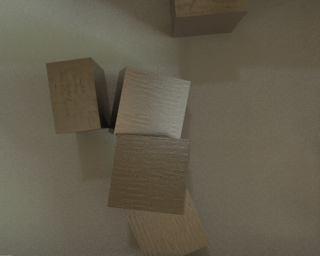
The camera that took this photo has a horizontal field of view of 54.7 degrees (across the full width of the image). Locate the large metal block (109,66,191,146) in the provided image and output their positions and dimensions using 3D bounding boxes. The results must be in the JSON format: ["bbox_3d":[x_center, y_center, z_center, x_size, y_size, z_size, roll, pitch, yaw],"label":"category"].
[{"bbox_3d":[-0.015,-0.026,0.389,0.081,0.050,0.080,10,90,-17],"label":"large metal block"}]

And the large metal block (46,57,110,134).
[{"bbox_3d":[-0.096,-0.036,0.383,0.050,0.080,0.080,-8,90,0],"label":"large metal block"}]

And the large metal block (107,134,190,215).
[{"bbox_3d":[-0.009,0.054,0.356,0.080,0.050,0.080,4,76,7],"label":"large metal block"}]

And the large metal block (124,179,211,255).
[{"bbox_3d":[0.009,0.119,0.399,0.080,0.050,0.080,-23,91,-1],"label":"large metal block"}]

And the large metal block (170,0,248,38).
[{"bbox_3d":[0.056,-0.152,0.385,0.081,0.080,0.050,-5,90,-1],"label":"large metal block"}]
